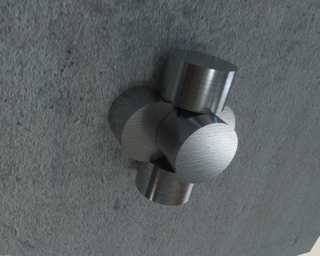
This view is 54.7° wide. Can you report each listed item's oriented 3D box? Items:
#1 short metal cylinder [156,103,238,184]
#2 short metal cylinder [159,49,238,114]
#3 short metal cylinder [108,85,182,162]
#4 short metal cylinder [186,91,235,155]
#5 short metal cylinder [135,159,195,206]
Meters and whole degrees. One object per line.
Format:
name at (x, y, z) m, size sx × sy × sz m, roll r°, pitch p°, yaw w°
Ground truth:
short metal cylinder at (0.042, 0.018, 0.362) m, size 0.081 × 0.050 × 0.079 m, roll -14°, pitch 125°, yaw -21°
short metal cylinder at (0.044, -0.057, 0.364) m, size 0.081 × 0.080 × 0.050 m, roll 0°, pitch 119°, yaw -29°
short metal cylinder at (-0.017, -0.006, 0.380) m, size 0.081 × 0.050 × 0.079 m, roll -14°, pitch 125°, yaw -21°
short metal cylinder at (0.053, -0.007, 0.419) m, size 0.081 × 0.050 × 0.079 m, roll -14°, pitch 125°, yaw -21°
short metal cylinder at (0.011, 0.058, 0.417) m, size 0.081 × 0.080 × 0.050 m, roll 0°, pitch 118°, yaw -29°
